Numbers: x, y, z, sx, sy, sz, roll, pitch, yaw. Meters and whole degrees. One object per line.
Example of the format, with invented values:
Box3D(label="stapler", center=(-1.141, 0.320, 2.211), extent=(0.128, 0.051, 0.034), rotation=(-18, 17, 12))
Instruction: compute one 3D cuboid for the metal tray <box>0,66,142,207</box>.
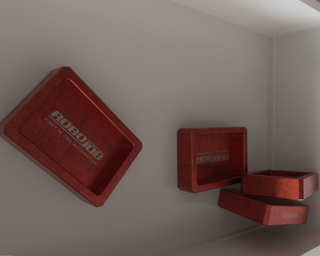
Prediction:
Box3D(label="metal tray", center=(-0.088, 0.011, 0.330), extent=(0.130, 0.030, 0.090), rotation=(49, 61, -29))

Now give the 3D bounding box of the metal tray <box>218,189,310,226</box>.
Box3D(label="metal tray", center=(0.172, 0.129, 0.510), extent=(0.131, 0.090, 0.030), rotation=(13, 89, -40))

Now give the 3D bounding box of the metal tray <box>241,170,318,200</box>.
Box3D(label="metal tray", center=(0.197, 0.089, 0.503), extent=(0.131, 0.090, 0.030), rotation=(5, 85, -54))

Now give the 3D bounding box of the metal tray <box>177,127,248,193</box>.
Box3D(label="metal tray", center=(0.084, 0.044, 0.476), extent=(0.131, 0.030, 0.089), rotation=(-2, 91, -40))
